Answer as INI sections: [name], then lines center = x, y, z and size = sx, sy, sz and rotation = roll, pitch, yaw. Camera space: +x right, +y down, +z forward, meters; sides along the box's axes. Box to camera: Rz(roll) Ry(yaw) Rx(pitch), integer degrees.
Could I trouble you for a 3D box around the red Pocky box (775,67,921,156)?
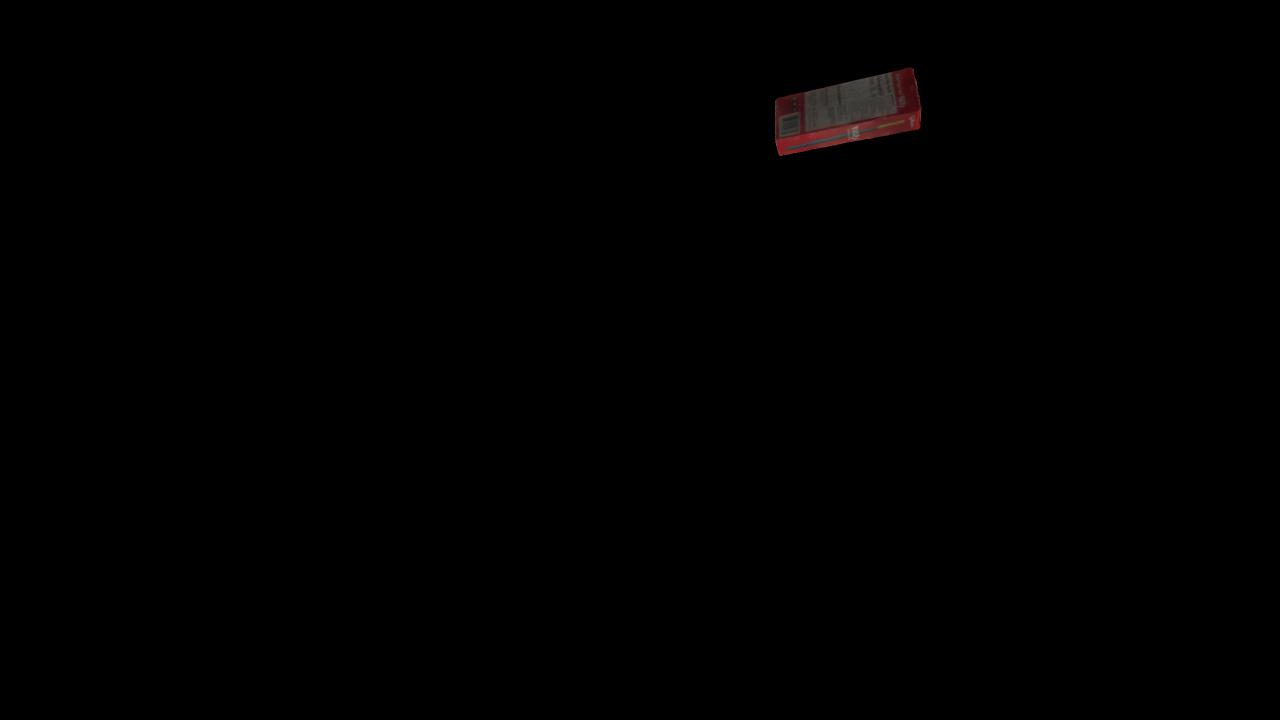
[red Pocky box]
center = 0.234, -0.283, 0.704
size = 0.155, 0.083, 0.028
rotation = -5, -36, 21
